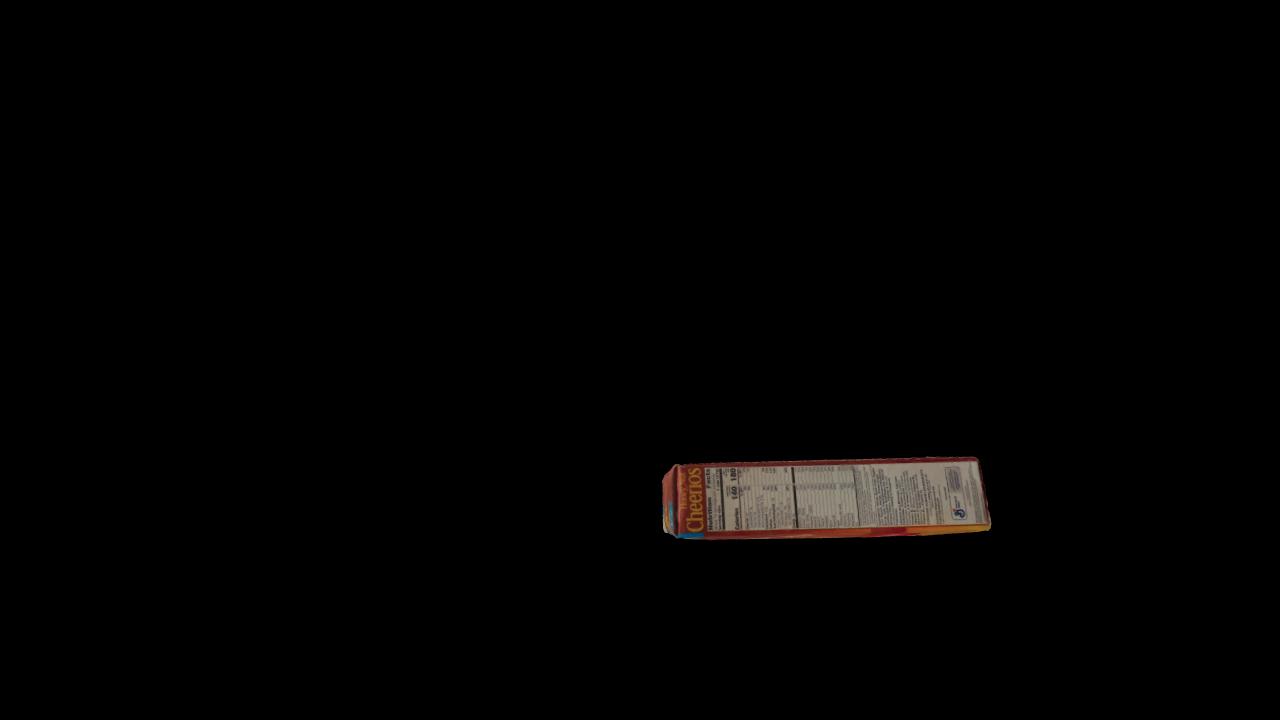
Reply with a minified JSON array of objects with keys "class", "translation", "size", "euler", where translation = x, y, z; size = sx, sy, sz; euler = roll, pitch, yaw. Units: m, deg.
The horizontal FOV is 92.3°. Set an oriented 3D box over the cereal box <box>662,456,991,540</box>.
[{"class":"cereal box","translation":[0.178,0.156,0.680],"size":[0.306,0.081,0.203],"euler":[-1,-15,-2]}]
